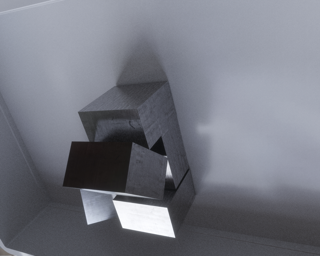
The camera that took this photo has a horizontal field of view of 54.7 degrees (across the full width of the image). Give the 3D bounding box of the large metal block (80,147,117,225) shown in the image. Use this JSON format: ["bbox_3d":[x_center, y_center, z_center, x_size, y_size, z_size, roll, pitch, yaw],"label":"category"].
[{"bbox_3d":[-0.092,0.079,0.456,0.050,0.080,0.079,-11,123,-15],"label":"large metal block"}]

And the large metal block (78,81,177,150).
[{"bbox_3d":[-0.036,-0.016,0.378,0.080,0.080,0.050,-1,118,28],"label":"large metal block"}]

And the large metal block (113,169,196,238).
[{"bbox_3d":[-0.005,0.098,0.432,0.080,0.080,0.050,1,119,27],"label":"large metal block"}]

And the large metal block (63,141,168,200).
[{"bbox_3d":[-0.047,0.049,0.352,0.080,0.080,0.050,-1,73,28],"label":"large metal block"}]

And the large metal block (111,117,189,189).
[{"bbox_3d":[-0.014,0.032,0.419,0.080,0.050,0.080,-1,118,28],"label":"large metal block"}]
